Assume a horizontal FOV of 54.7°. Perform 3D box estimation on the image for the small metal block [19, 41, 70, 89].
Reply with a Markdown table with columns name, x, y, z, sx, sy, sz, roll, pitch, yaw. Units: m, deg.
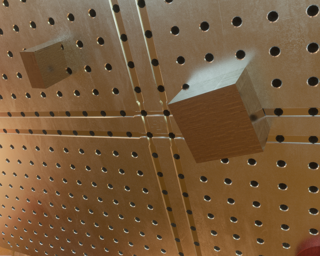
| name | x | y | z | sx | sy | sz | roll | pitch | yaw |
| --- | --- | --- | --- | --- | --- | --- | --- | --- | --- |
| small metal block | -0.155 | -0.087 | 0.423 | 0.025 | 0.050 | 0.050 | 6 | 121 | 25 |

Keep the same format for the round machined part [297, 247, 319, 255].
| name | x | y | z | sx | sy | sz | roll | pitch | yaw |
| --- | --- | --- | --- | --- | --- | --- | --- | --- | --- |
| round machined part | 0.228 | 0.208 | 0.408 | 0.098 | 0.042 | 0.097 | 13 | 124 | 21 |

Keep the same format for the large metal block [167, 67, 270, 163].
| name | x | y | z | sx | sy | sz | roll | pitch | yaw |
| --- | --- | --- | --- | --- | --- | --- | --- | --- | --- |
| large metal block | 0.068 | -0.012 | 0.351 | 0.080 | 0.050 | 0.080 | -15 | 111 | 34 |
